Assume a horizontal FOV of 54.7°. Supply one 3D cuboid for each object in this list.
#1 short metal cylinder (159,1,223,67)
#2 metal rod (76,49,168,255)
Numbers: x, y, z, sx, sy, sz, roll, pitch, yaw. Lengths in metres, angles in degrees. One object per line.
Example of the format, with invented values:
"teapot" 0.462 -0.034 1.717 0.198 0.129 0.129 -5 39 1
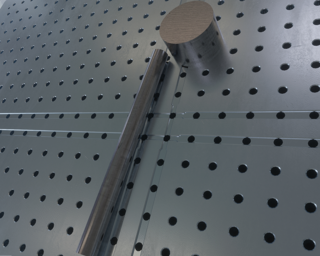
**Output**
"short metal cylinder" 0.046 -0.137 0.452 0.080 0.050 0.080 -13 56 21
"metal rod" -0.043 0.018 0.419 0.025 0.025 0.300 4 64 30
